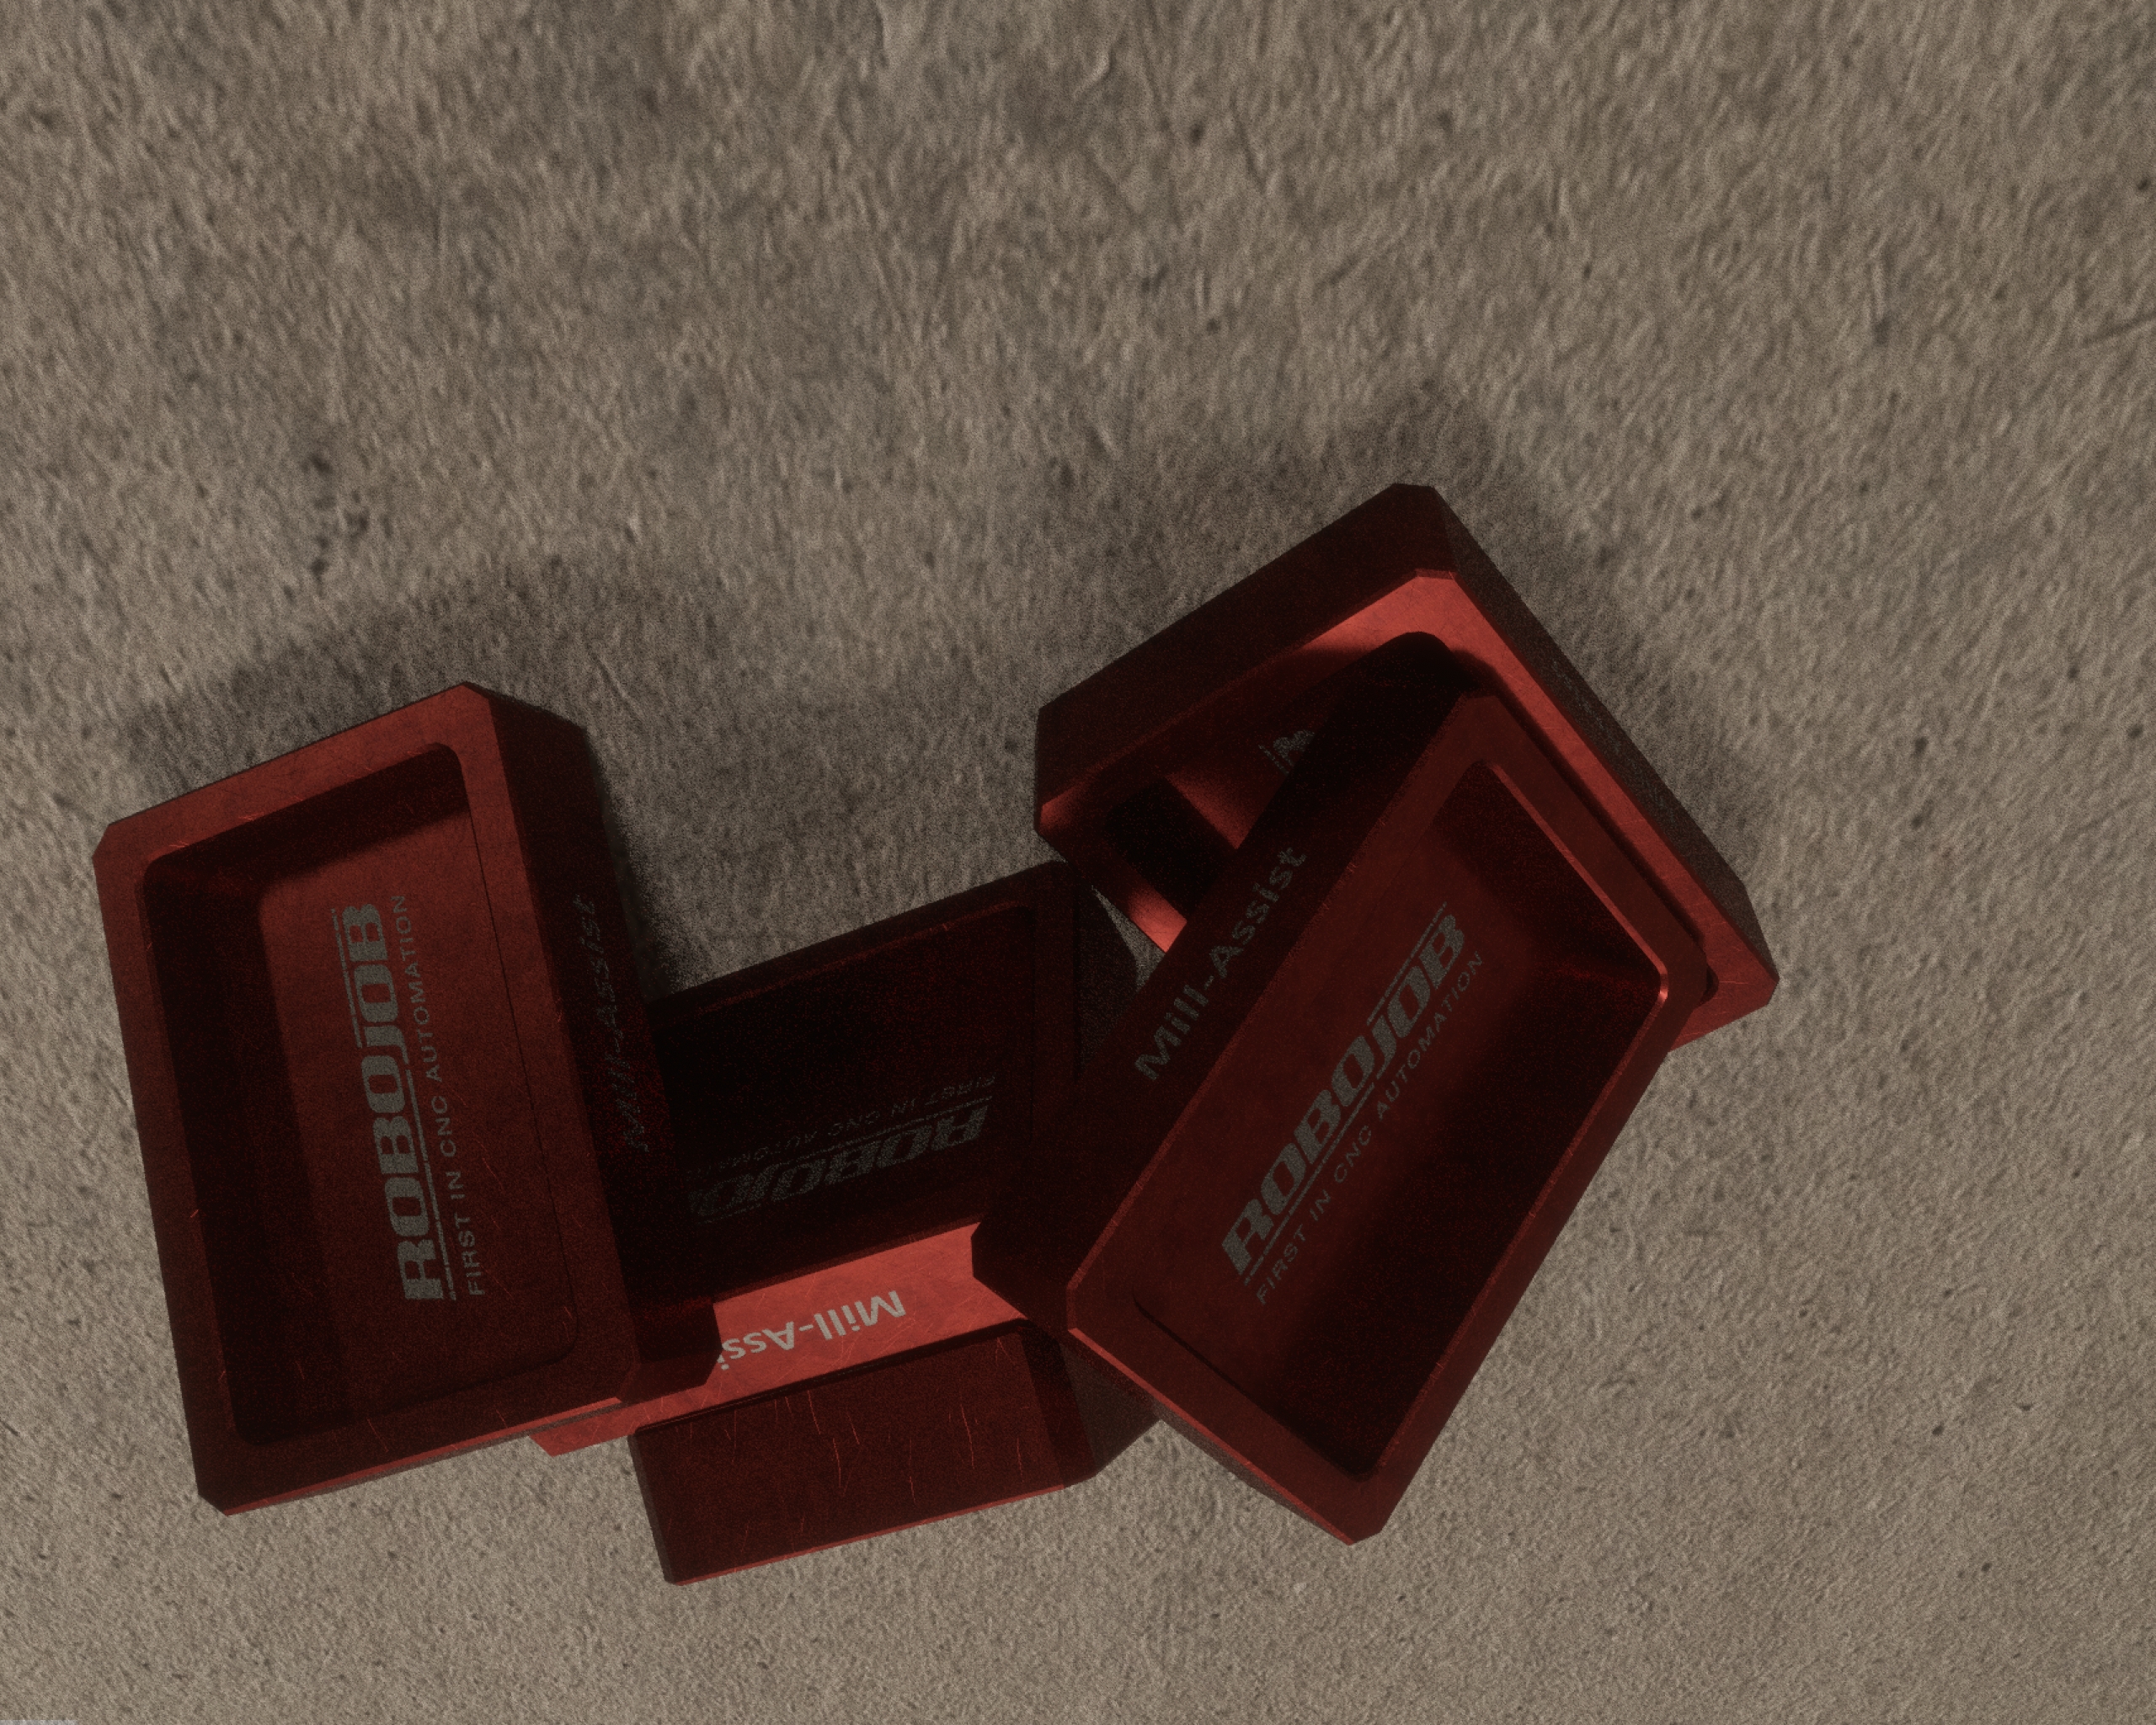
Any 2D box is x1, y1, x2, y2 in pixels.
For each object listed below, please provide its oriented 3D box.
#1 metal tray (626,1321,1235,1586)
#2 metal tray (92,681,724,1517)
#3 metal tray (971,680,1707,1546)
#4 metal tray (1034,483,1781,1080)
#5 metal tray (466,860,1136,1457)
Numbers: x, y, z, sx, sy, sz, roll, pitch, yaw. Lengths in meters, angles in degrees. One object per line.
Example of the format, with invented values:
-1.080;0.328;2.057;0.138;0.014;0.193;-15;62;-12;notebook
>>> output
-0.024;0.112;0.447;0.090;0.030;0.130;-19;173;15;metal tray
-0.124;0.043;0.381;0.090;0.129;0.030;-19;166;15;metal tray
0.051;0.043;0.373;0.090;0.030;0.130;45;72;-31;metal tray
0.065;-0.001;0.406;0.090;0.030;0.130;-31;124;23;metal tray
-0.053;0.057;0.414;0.130;0.090;0.030;-19;128;15;metal tray
